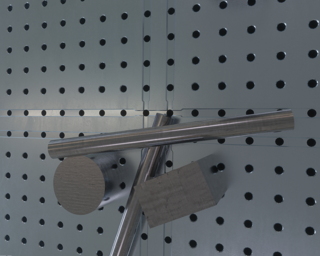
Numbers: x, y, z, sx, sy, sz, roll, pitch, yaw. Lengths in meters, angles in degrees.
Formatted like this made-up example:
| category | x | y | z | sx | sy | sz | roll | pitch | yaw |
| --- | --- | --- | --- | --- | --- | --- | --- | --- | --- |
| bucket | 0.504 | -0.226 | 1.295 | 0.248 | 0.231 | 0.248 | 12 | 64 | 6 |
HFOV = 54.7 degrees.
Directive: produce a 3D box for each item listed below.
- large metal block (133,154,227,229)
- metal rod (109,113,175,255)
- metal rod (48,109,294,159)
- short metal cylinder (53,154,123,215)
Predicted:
| category | x | y | z | sx | sy | sz | roll | pitch | yaw |
| --- | --- | --- | --- | --- | --- | --- | --- | --- | --- |
| large metal block | 0.028 | 0.073 | 0.374 | 0.080 | 0.080 | 0.050 | -25 | 82 | 18 |
| metal rod | -0.040 | 0.124 | 0.426 | 0.025 | 0.025 | 0.298 | 21 | 97 | 18 |
| metal rod | 0.005 | 0.009 | 0.385 | 0.301 | 0.025 | 0.025 | -7 | 88 | 10 |
| short metal cylinder | -0.100 | 0.075 | 0.434 | 0.080 | 0.050 | 0.079 | 0 | 90 | 20 |
